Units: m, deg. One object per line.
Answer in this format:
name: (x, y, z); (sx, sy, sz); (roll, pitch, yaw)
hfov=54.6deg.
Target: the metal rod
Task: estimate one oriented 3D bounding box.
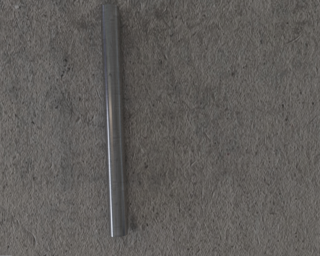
metal rod: (-0.060, -0.009, 0.409); (0.025, 0.025, 0.298); (-2, 90, 0)
